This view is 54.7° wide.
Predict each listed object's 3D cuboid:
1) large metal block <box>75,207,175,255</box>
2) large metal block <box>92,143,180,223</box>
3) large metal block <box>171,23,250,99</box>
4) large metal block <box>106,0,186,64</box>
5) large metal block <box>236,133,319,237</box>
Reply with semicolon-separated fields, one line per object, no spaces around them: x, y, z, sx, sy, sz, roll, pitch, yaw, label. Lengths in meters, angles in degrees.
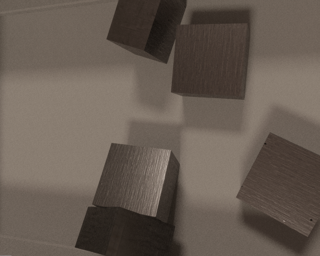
-0.042;0.131;0.373;0.080;0.080;0.050;-18;50;51;large metal block
-0.027;0.069;0.390;0.080;0.050;0.080;6;66;19;large metal block
0.063;-0.078;0.375;0.080;0.050;0.079;5;92;19;large metal block
-0.014;-0.132;0.385;0.050;0.080;0.080;21;97;18;large metal block
0.143;0.058;0.347;0.080;0.050;0.080;28;99;17;large metal block
